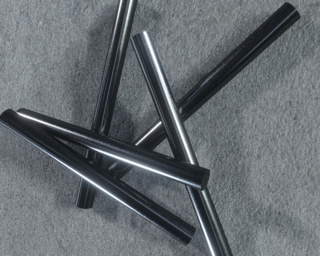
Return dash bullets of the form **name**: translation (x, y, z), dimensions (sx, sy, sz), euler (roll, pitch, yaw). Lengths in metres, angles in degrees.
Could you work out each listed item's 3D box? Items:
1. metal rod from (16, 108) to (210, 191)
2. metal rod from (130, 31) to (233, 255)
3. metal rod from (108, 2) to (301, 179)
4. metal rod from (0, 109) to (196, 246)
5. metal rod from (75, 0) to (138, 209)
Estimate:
- **metal rod**: translation (-0.080, 0.020, 0.405), dimensions (0.301, 0.025, 0.025), euler (16, 96, 26)
- **metal rod**: translation (0.028, 0.029, 0.377), dimensions (0.025, 0.025, 0.299), euler (-20, 92, 18)
- **metal rod**: translation (0.045, -0.037, 0.392), dimensions (0.299, 0.025, 0.025), euler (-42, 77, 14)
- **metal rod**: translation (-0.088, 0.062, 0.413), dimensions (0.301, 0.025, 0.025), euler (31, 100, 7)
- **metal rod**: translation (-0.076, -0.033, 0.434), dimensions (0.025, 0.025, 0.298), euler (15, 95, 19)
